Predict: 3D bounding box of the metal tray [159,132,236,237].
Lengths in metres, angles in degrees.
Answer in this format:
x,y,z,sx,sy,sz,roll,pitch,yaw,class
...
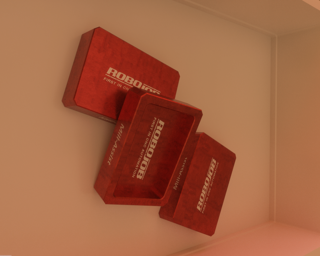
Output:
x,y,z,sx,sy,sz,roll,pitch,yaw,class
0.059,0.081,0.453,0.090,0.030,0.130,32,70,-35,metal tray

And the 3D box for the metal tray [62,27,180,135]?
x,y,z,sx,sy,sz,roll,pitch,yaw,class
-0.040,-0.048,0.370,0.131,0.030,0.090,21,76,-38,metal tray

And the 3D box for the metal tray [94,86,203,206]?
x,y,z,sx,sy,sz,roll,pitch,yaw,class
-0.012,0.026,0.362,0.091,0.030,0.129,14,102,-37,metal tray
